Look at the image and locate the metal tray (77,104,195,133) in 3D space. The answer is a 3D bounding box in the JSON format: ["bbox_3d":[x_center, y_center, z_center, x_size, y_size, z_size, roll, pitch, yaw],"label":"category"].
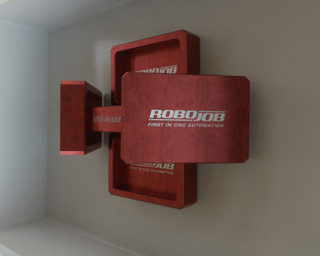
[{"bbox_3d":[-0.033,-0.010,0.390,0.130,0.091,0.030,1,91,39],"label":"metal tray"}]

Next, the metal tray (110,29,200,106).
[{"bbox_3d":[-0.010,-0.071,0.410,0.130,0.030,0.089,0,91,39],"label":"metal tray"}]

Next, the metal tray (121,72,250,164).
[{"bbox_3d":[0.026,-0.009,0.324,0.030,0.131,0.089,-177,87,-82],"label":"metal tray"}]

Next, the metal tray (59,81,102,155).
[{"bbox_3d":[-0.106,-0.013,0.433,0.030,0.130,0.089,1,90,-2],"label":"metal tray"}]

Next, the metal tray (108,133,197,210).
[{"bbox_3d":[-0.014,0.050,0.411,0.130,0.030,0.089,1,90,39],"label":"metal tray"}]
